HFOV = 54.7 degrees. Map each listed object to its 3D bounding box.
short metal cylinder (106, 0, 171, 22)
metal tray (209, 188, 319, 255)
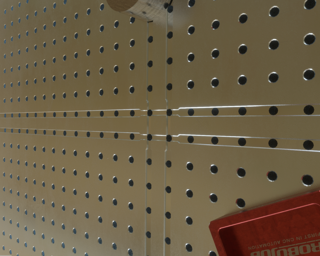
[{"bbox_3d":[-0.029,-0.190,0.417,0.080,0.050,0.079,0,90,40],"label":"short metal cylinder"},{"bbox_3d":[0.121,0.120,0.305,0.130,0.030,0.090,-30,71,36],"label":"metal tray"}]
